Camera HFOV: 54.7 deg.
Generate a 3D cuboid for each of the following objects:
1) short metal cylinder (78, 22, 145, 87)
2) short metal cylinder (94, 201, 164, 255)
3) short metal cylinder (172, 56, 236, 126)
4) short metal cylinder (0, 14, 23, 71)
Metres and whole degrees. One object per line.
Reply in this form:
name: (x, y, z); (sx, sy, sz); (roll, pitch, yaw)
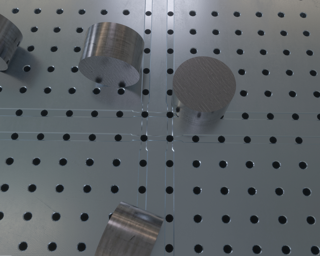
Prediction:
short metal cylinder: (-0.064, -0.096, 0.417); (0.080, 0.080, 0.050); (6, 70, 2)
short metal cylinder: (-0.033, 0.127, 0.336); (0.050, 0.080, 0.080); (20, 71, 7)
short metal cylinder: (0.056, -0.048, 0.416); (0.081, 0.050, 0.080); (0, 70, 0)
short metal cylinder: (-0.240, -0.122, 0.425); (0.080, 0.080, 0.050); (15, 71, 5)
